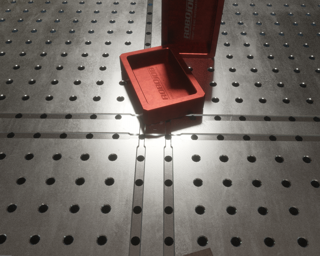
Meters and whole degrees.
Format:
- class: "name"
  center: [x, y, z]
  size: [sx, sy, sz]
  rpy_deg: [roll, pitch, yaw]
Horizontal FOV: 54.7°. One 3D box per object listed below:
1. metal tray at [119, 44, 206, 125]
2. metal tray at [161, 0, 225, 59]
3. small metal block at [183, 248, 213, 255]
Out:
- class: "metal tray"
  center: [0.000, -0.070, 0.462]
  size: [0.091, 0.030, 0.130]
  rpy_deg: [-15, 52, -13]
- class: "metal tray"
  center: [0.048, -0.170, 0.483]
  size: [0.091, 0.129, 0.030]
  rpy_deg: [1, 50, 1]
- class: "small metal block"
  center: [0.039, 0.142, 0.273]
  size: [0.025, 0.050, 0.050]
  rpy_deg: [-12, 51, -10]
